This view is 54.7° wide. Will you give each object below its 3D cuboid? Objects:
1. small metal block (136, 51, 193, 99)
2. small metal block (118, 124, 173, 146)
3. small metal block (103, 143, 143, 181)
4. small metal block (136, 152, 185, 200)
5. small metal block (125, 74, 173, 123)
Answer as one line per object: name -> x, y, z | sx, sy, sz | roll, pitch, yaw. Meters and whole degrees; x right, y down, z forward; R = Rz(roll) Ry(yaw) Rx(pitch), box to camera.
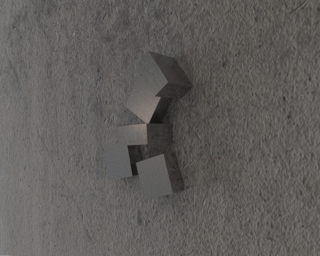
small metal block -> 0.006, -0.064, 0.384 | 0.025, 0.050, 0.050 | -44, 64, 31
small metal block -> -0.019, 0.009, 0.404 | 0.050, 0.050, 0.025 | -5, 87, 40
small metal block -> -0.052, 0.047, 0.448 | 0.050, 0.025, 0.050 | -17, 79, 38
small metal block -> 0.000, 0.063, 0.405 | 0.050, 0.025, 0.050 | -22, 76, 38
small metal block -> -0.014, -0.038, 0.416 | 0.050, 0.025, 0.050 | 39, 114, 33
